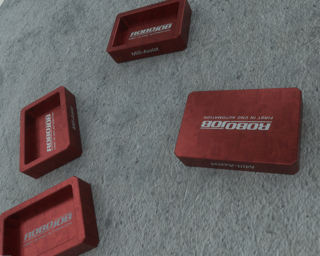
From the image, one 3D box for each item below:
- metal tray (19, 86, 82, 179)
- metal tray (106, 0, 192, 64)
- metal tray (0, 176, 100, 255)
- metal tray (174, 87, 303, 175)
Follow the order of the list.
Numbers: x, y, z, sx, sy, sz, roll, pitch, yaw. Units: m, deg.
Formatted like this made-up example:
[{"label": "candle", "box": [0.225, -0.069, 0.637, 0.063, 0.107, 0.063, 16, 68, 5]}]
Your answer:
[{"label": "metal tray", "box": [-0.175, 0.004, 0.489, 0.090, 0.030, 0.130, -27, 52, 11]}, {"label": "metal tray", "box": [-0.018, -0.160, 0.507, 0.130, 0.030, 0.090, -5, 59, 25]}, {"label": "metal tray", "box": [-0.146, 0.130, 0.397, 0.130, 0.030, 0.090, -28, 52, 10]}, {"label": "metal tray", "box": [0.089, 0.001, 0.353, 0.130, 0.030, 0.090, 1, 62, 28]}]
